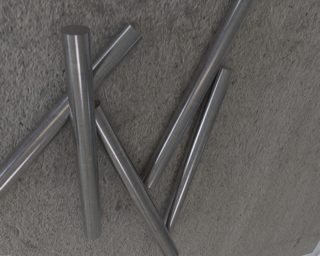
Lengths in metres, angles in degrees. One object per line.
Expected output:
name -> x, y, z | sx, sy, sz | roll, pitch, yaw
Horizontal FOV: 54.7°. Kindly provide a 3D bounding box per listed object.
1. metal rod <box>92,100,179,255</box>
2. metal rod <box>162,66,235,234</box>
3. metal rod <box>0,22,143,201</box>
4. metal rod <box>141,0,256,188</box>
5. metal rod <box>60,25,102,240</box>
metal rod -> -0.030, 0.092, 0.429 | 0.025, 0.025, 0.299 | -29, 123, -10
metal rod -> 0.046, 0.052, 0.463 | 0.025, 0.025, 0.298 | 3, 117, -30
metal rod -> -0.128, 0.007, 0.340 | 0.300, 0.025, 0.025 | -47, 129, 5
metal rod -> 0.047, -0.048, 0.402 | 0.025, 0.025, 0.298 | 15, 111, -34
metal rod -> -0.085, 0.033, 0.357 | 0.025, 0.025, 0.298 | -12, 131, -22
